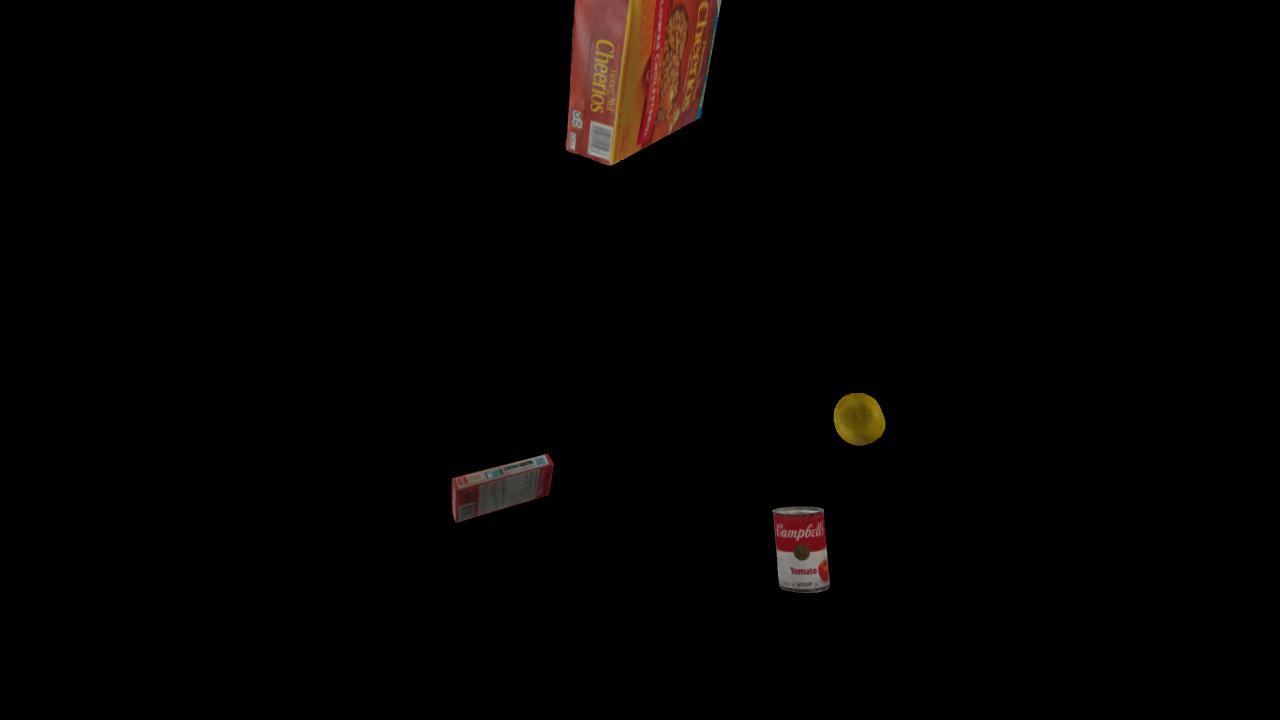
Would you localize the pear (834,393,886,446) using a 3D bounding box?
[{"bbox_3d":[0.346,0.095,0.958,0.080,0.080,0.111,0,-14,34],"label":"pear"}]

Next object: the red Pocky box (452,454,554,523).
[{"bbox_3d":[-0.214,0.199,0.958,0.155,0.083,0.028,-11,44,-29],"label":"red Pocky box"}]

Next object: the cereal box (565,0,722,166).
[{"bbox_3d":[0.015,-0.403,0.821,0.081,0.203,0.306,23,38,17],"label":"cereal box"}]

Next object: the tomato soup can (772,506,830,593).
[{"bbox_3d":[0.214,0.251,0.819,0.068,0.101,0.068,-3,-6,0],"label":"tomato soup can"}]
